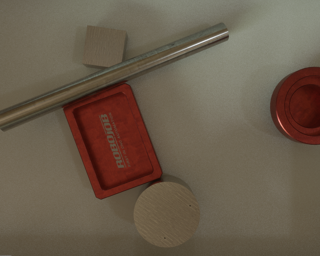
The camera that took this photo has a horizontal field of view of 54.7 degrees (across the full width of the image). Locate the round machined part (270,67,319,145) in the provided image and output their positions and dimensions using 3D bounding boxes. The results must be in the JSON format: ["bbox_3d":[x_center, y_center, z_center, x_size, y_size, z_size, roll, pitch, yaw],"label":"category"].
[{"bbox_3d":[0.193,-0.028,0.406,0.099,0.042,0.097,0,90,-1],"label":"round machined part"}]

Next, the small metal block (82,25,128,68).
[{"bbox_3d":[-0.072,-0.104,0.410,0.050,0.025,0.050,8,90,-1],"label":"small metal block"}]

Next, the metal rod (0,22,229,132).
[{"bbox_3d":[-0.052,-0.067,0.387,0.302,0.025,0.025,-24,90,-8],"label":"metal rod"}]

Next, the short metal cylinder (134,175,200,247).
[{"bbox_3d":[0.008,0.105,0.399,0.081,0.050,0.079,0,90,-1],"label":"short metal cylinder"}]

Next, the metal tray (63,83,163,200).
[{"bbox_3d":[-0.060,0.017,0.408,0.090,0.030,0.129,-20,90,-1],"label":"metal tray"}]
